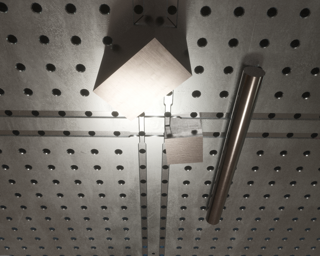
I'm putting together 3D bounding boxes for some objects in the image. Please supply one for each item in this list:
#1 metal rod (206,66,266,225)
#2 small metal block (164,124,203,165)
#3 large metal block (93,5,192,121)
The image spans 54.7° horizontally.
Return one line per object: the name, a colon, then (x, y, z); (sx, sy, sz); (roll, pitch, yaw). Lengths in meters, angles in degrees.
metal rod: (0.101, 0.048, 0.454); (0.025, 0.025, 0.298); (2, 130, -2)
small metal block: (0.033, 0.023, 0.432); (0.050, 0.025, 0.050); (-4, 130, 3)
large metal block: (-0.017, -0.067, 0.318); (0.080, 0.080, 0.050); (-35, 122, 25)
